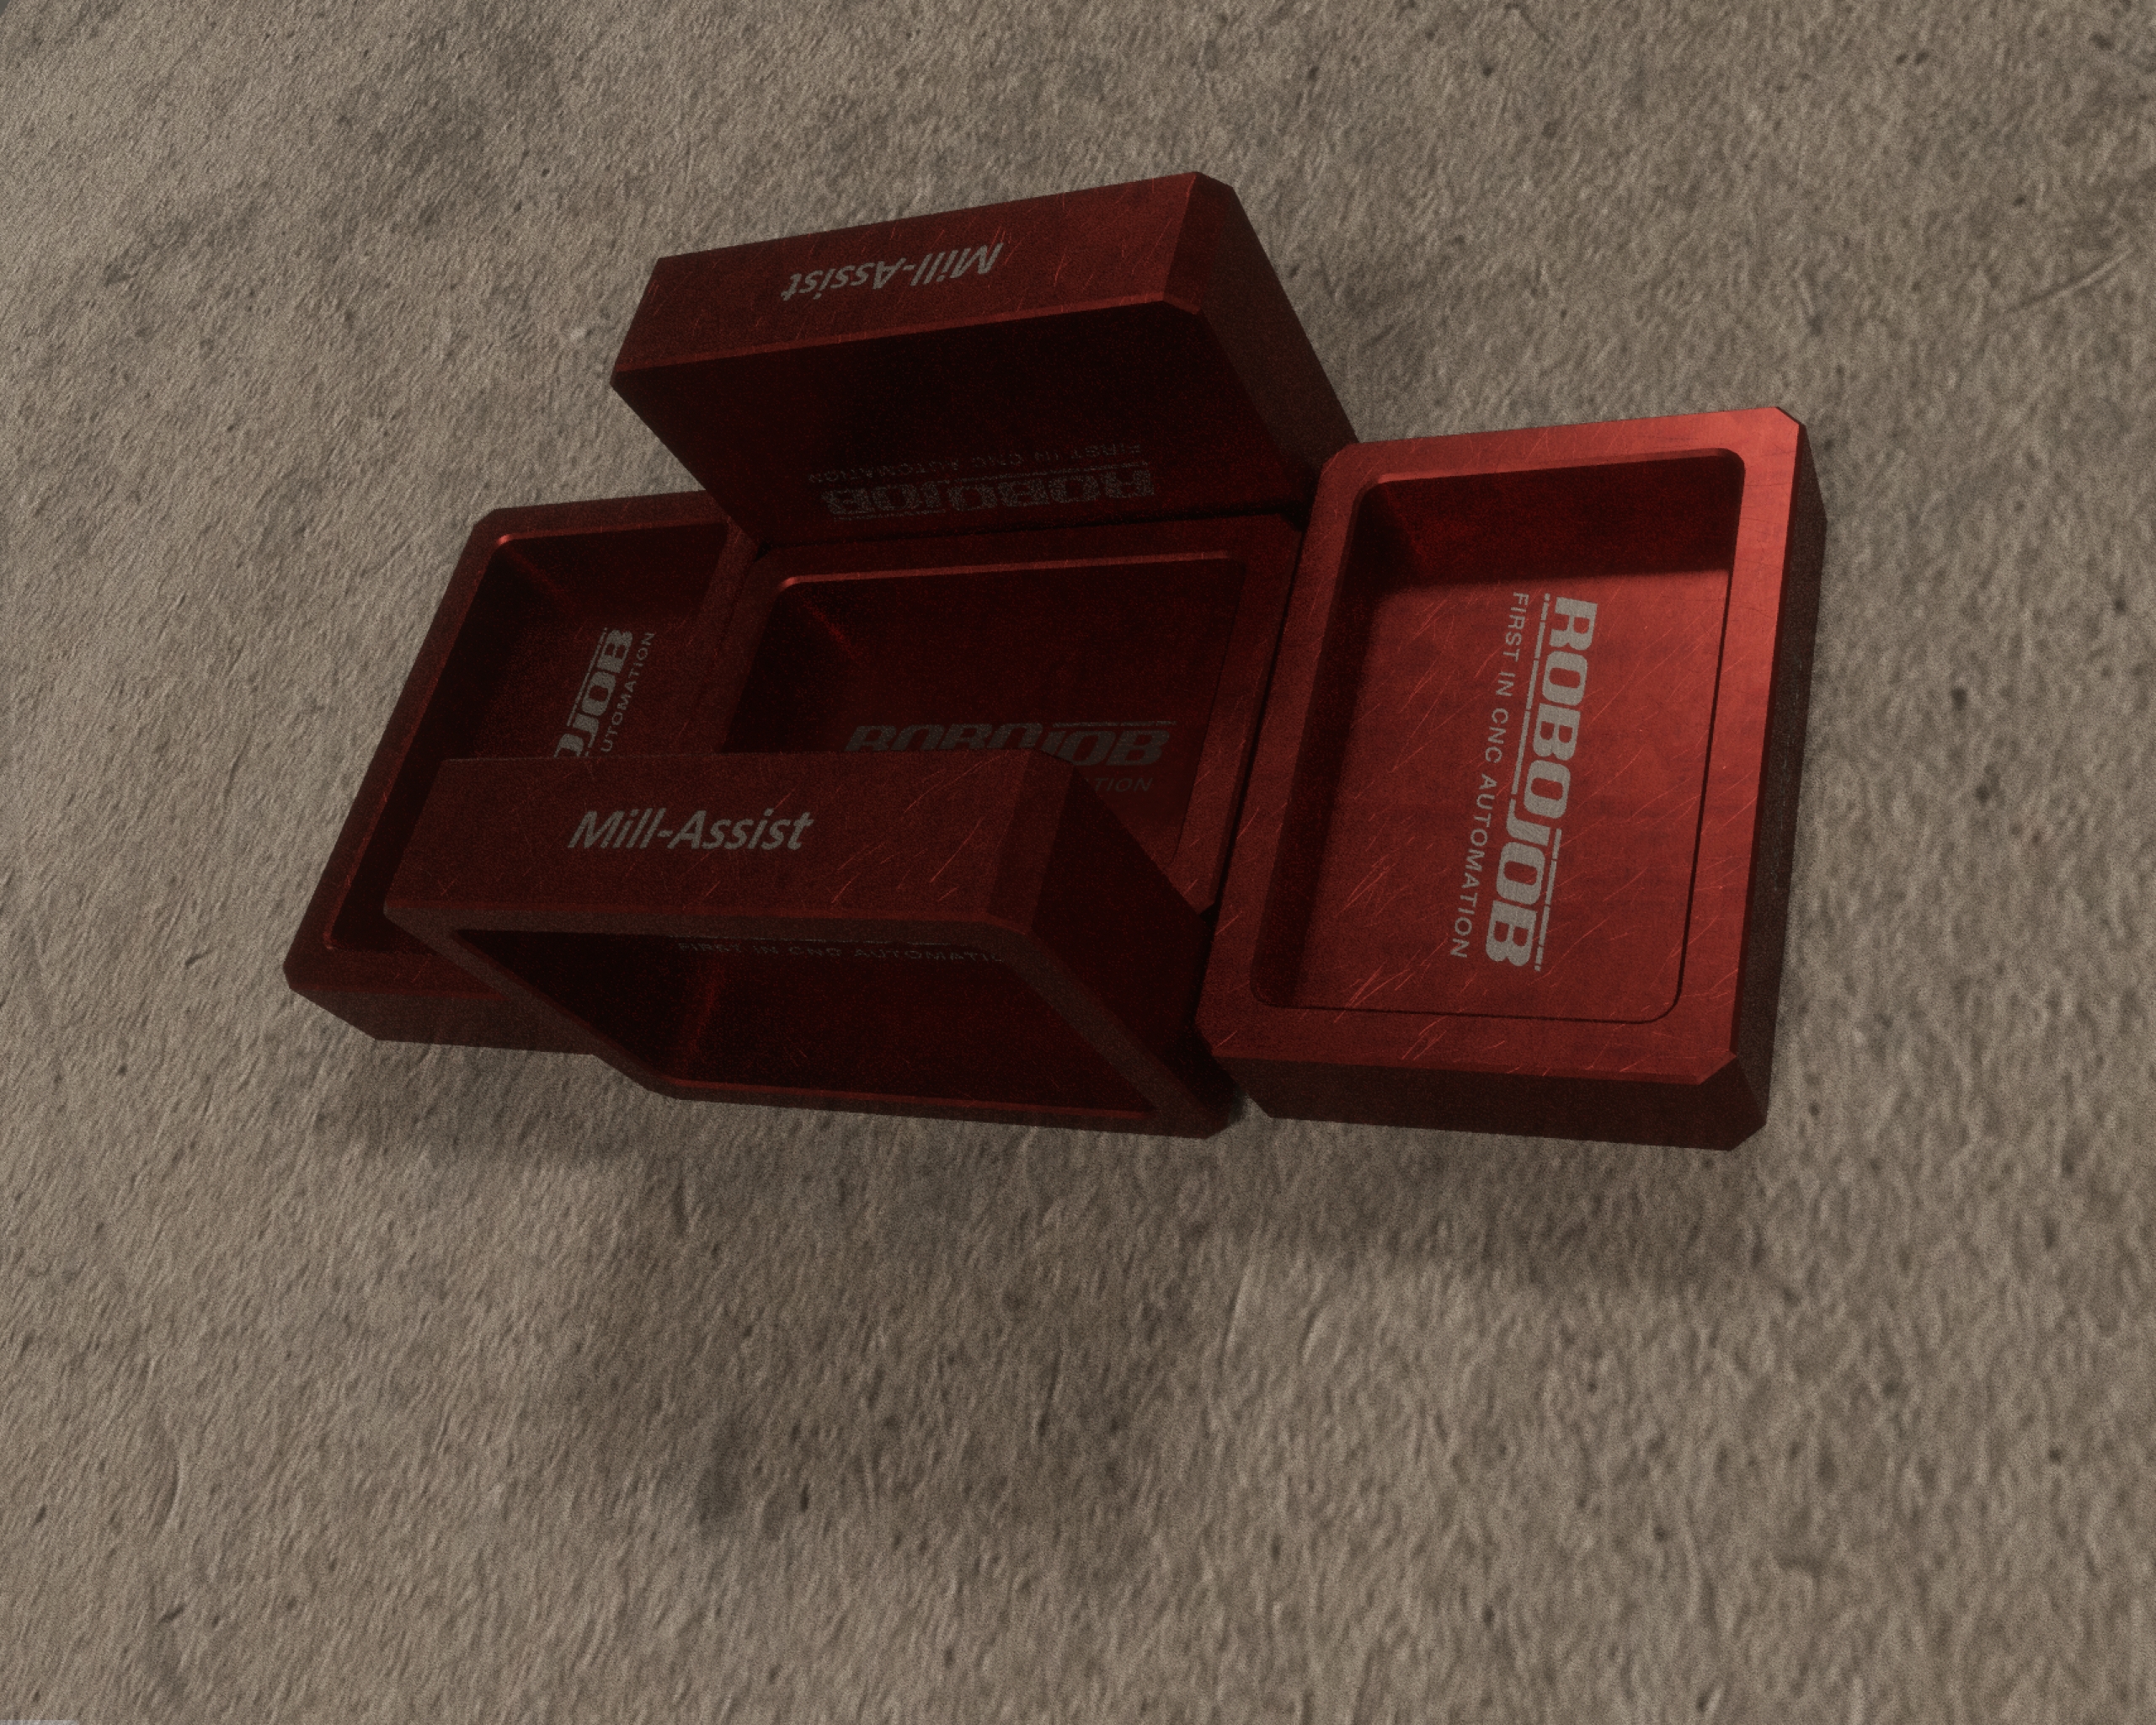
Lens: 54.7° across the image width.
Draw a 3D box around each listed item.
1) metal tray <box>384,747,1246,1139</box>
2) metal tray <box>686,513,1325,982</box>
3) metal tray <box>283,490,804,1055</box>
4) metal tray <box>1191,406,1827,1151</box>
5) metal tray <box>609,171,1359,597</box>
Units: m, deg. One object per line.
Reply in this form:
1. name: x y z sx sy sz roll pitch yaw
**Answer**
1. metal tray: -0.045 0.016 0.374 0.130 0.090 0.030 0 62 28
2. metal tray: -0.018 -0.023 0.424 0.130 0.030 0.090 1 62 28
3. metal tray: -0.116 -0.022 0.474 0.090 0.030 0.130 1 62 28
4. metal tray: 0.079 -0.017 0.371 0.090 0.030 0.130 1 62 28
5. metal tray: -0.017 -0.089 0.426 0.130 0.090 0.030 0 62 28
